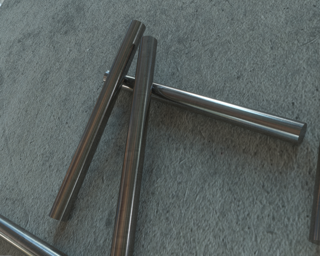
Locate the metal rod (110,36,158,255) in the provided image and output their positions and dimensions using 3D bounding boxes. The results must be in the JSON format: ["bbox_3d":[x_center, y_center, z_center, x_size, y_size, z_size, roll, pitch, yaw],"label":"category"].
[{"bbox_3d":[-0.030,0.013,0.390,0.025,0.025,0.299,-5,66,25],"label":"metal rod"}]

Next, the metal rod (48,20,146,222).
[{"bbox_3d":[-0.083,-0.019,0.436,0.025,0.025,0.299,11,74,33],"label":"metal rod"}]

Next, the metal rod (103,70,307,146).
[{"bbox_3d":[0.034,-0.037,0.408,0.300,0.025,0.025,21,73,35],"label":"metal rod"}]

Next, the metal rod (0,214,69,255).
[{"bbox_3d":[-0.165,0.151,0.398,0.300,0.025,0.025,12,68,33],"label":"metal rod"}]

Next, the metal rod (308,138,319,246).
[{"bbox_3d":[0.186,-0.031,0.324,0.025,0.025,0.300,5,64,30],"label":"metal rod"}]
